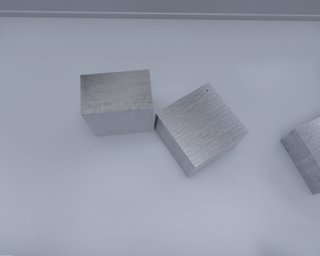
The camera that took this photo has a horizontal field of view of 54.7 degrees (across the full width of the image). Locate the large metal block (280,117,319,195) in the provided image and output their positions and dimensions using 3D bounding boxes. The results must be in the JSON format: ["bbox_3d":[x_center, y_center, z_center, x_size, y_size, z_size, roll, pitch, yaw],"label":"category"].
[{"bbox_3d":[0.215,0.027,0.388,0.080,0.050,0.080,-23,72,-8],"label":"large metal block"}]

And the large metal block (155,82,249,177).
[{"bbox_3d":[0.049,0.003,0.393,0.080,0.050,0.080,-31,73,-15],"label":"large metal block"}]

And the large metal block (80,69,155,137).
[{"bbox_3d":[-0.050,-0.029,0.390,0.081,0.080,0.050,-5,70,-2],"label":"large metal block"}]
